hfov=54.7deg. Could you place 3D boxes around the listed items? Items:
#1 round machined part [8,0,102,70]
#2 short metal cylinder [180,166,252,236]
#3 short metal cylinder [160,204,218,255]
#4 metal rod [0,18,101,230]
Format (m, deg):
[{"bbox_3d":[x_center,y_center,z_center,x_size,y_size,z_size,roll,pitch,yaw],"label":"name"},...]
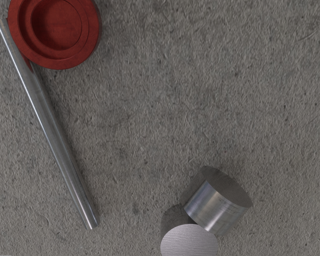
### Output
[{"bbox_3d":[-0.116,-0.119,0.356,0.099,0.042,0.097,0,110,0],"label":"round machined part"},{"bbox_3d":[0.075,0.096,0.416,0.080,0.080,0.050,30,107,-11],"label":"short metal cylinder"},{"bbox_3d":[0.041,0.158,0.455,0.081,0.050,0.079,0,110,0],"label":"short metal cylinder"},{"bbox_3d":[-0.140,0.008,0.411,0.025,0.025,0.298,-15,110,5],"label":"metal rod"}]
